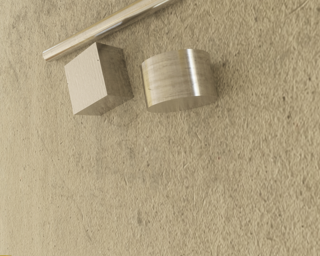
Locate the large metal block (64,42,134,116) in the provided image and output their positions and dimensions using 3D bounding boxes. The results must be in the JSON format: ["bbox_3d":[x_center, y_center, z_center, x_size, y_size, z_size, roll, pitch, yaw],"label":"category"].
[{"bbox_3d":[-0.093,-0.070,0.466,0.080,0.050,0.080,-23,76,37],"label":"large metal block"}]

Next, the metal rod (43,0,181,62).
[{"bbox_3d":[-0.092,-0.153,0.480,0.300,0.025,0.025,-9,84,39],"label":"metal rod"}]

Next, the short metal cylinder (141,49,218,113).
[{"bbox_3d":[0.021,-0.050,0.352,0.080,0.081,0.050,-14,81,39],"label":"short metal cylinder"}]
